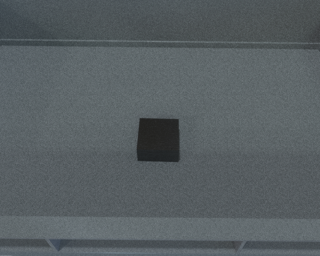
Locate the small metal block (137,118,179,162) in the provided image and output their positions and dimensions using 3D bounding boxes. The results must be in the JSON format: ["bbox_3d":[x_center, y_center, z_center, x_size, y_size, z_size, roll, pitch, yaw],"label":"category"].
[{"bbox_3d":[-0.002,0.015,0.393,0.050,0.025,0.050,2,50,1],"label":"small metal block"}]
